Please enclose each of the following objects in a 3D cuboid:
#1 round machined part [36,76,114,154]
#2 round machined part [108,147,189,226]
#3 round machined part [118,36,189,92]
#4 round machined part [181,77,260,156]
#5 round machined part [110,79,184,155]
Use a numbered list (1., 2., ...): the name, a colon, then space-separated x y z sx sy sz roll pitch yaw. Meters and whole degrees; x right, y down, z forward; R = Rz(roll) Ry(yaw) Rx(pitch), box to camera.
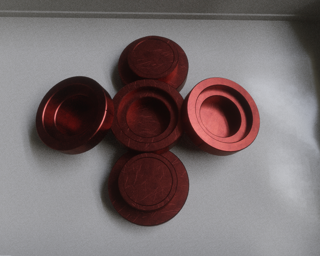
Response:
1. round machined part: -0.103 -0.013 0.394 0.098 0.042 0.098 -6 69 16
2. round machined part: -0.014 0.067 0.374 0.099 0.042 0.098 0 70 0
3. round machined part: -0.009 -0.088 0.431 0.099 0.042 0.098 0 70 0
4. round machined part: 0.072 -0.011 0.394 0.099 0.042 0.098 6 69 -16
5. round machined part: -0.015 -0.011 0.402 0.099 0.042 0.098 0 70 0
